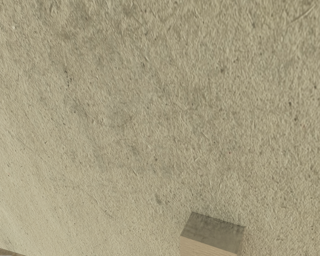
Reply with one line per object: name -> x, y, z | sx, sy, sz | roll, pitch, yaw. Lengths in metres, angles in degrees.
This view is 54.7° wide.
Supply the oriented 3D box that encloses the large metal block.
large metal block -> 0.077, 0.182, 0.462 | 0.080, 0.050, 0.079 | 11, 123, 22
